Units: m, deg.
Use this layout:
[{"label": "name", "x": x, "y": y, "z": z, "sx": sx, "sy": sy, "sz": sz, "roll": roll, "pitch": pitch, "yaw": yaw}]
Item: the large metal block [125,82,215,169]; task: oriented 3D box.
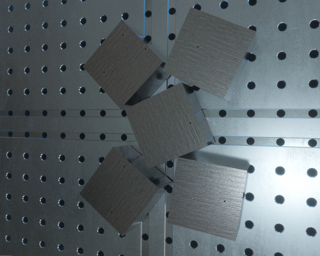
[{"label": "large metal block", "x": 0.014, "y": -0.002, "z": 0.394, "sx": 0.080, "sy": 0.050, "sz": 0.080, "roll": -24, "pitch": 82, "yaw": 18}]

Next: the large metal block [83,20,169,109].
[{"label": "large metal block", "x": -0.040, "y": -0.080, "z": 0.414, "sx": 0.080, "sy": 0.050, "sz": 0.080, "roll": -46, "pitch": 75, "yaw": 15}]

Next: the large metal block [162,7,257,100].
[{"label": "large metal block", "x": 0.061, "y": -0.087, "z": 0.377, "sx": 0.080, "sy": 0.050, "sz": 0.080, "roll": 27, "pitch": 99, "yaw": 15}]

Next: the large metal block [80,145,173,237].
[{"label": "large metal block", "x": -0.045, "y": 0.080, "z": 0.414, "sx": 0.080, "sy": 0.050, "sz": 0.080, "roll": 40, "pitch": 102, "yaw": 16}]

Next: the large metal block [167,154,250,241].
[{"label": "large metal block", "x": 0.060, "y": 0.080, "z": 0.378, "sx": 0.080, "sy": 0.050, "sz": 0.080, "roll": 10, "pitch": 93, "yaw": 19}]
